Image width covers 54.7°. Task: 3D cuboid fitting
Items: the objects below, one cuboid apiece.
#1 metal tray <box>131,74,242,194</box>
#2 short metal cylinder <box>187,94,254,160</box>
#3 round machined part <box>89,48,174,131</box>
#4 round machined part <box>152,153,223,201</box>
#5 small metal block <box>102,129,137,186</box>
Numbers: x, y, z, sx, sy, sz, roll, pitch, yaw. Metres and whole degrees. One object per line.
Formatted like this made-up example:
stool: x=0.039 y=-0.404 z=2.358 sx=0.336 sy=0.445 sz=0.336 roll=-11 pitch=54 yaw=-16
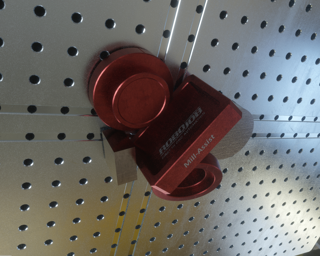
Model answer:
metal tray: x=0.025 y=0.004 z=0.380 sx=0.130 sy=0.090 sz=0.030 roll=-48 pitch=129 yaw=5
short metal cylinder: x=0.082 y=-0.003 z=0.433 sx=0.081 sy=0.050 sz=0.079 roll=-14 pitch=124 yaw=-21
round machined part: x=-0.028 y=-0.038 z=0.356 sx=0.099 sy=0.042 sz=0.097 roll=-14 pitch=124 yaw=-21
round machined part: x=0.035 y=0.061 z=0.437 sx=0.099 sy=0.042 sz=0.097 roll=-7 pitch=140 yaw=-5
small metal block: x=-0.050 y=0.034 z=0.383 sx=0.025 sy=0.050 sz=0.050 roll=-14 pitch=125 yaw=-21
